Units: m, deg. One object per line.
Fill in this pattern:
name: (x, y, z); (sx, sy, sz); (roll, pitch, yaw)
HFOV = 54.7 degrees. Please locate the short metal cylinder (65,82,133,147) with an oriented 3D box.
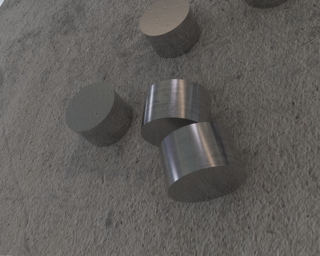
short metal cylinder: (-0.087, -0.019, 0.445); (0.080, 0.050, 0.080); (-13, 56, 21)

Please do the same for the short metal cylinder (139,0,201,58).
short metal cylinder: (0.016, -0.154, 0.474); (0.080, 0.050, 0.080); (-13, 56, 21)

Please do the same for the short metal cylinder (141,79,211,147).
short metal cylinder: (0.020, -0.013, 0.366); (0.080, 0.080, 0.050); (-9, 58, 24)

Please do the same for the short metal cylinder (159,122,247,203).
short metal cylinder: (0.043, 0.038, 0.323); (0.080, 0.080, 0.050); (-23, 54, 14)

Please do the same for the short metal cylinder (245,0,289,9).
short metal cylinder: (0.155, -0.218, 0.440); (0.080, 0.050, 0.080); (-13, 56, 21)
